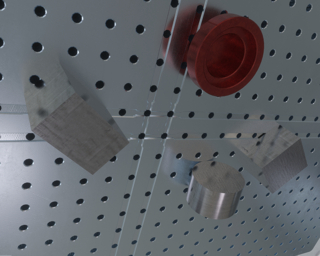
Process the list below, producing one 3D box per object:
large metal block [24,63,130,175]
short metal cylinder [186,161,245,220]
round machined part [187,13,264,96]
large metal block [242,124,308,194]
[{"bbox_3d":[-0.087,-0.010,0.321,0.050,0.080,0.080,-42,129,0],"label":"large metal block"},{"bbox_3d":[0.085,0.094,0.480,0.081,0.080,0.050,-5,121,-26],"label":"short metal cylinder"},{"bbox_3d":[0.076,-0.092,0.385,0.099,0.042,0.097,-14,124,-21],"label":"round machined part"},{"bbox_3d":[0.201,0.054,0.538,0.080,0.050,0.080,-37,129,-3],"label":"large metal block"}]
